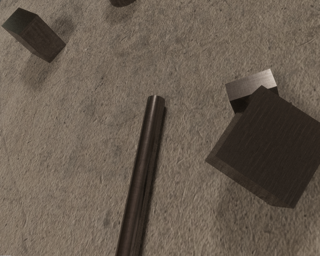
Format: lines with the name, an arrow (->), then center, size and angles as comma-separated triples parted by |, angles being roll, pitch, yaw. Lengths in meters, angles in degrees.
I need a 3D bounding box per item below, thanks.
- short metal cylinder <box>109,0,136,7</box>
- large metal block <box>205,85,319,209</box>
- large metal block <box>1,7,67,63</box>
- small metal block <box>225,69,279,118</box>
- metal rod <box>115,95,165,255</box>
short metal cylinder -> -0.074, -0.281, 0.597 | 0.080, 0.050, 0.080 | -13, 56, 20
large metal block -> 0.103, 0.019, 0.299 | 0.080, 0.050, 0.080 | 34, 79, 4
large metal block -> -0.245, -0.181, 0.605 | 0.080, 0.080, 0.050 | 30, 78, 37
small metal block -> 0.107, -0.034, 0.352 | 0.050, 0.050, 0.025 | -18, 54, 18
metal rod -> -0.028, 0.093, 0.360 | 0.025, 0.025, 0.299 | -4, 60, 26
